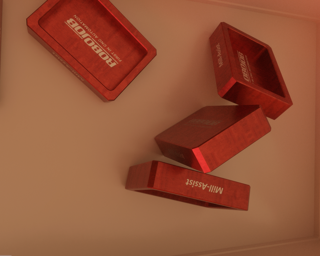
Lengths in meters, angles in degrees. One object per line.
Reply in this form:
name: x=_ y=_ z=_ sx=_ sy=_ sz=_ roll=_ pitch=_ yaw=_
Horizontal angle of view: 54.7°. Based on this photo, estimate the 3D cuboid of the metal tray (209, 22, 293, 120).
metal tray: x=0.116 y=-0.079 z=0.410 sx=0.091 sy=0.030 sz=0.130 roll=20 pitch=45 yaw=-19

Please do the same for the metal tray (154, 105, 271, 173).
metal tray: x=0.056 y=0.007 z=0.373 sx=0.090 sy=0.130 sz=0.030 roll=-31 pitch=102 yaw=-15

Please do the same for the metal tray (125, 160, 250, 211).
metal tray: x=0.033 y=0.074 z=0.385 sx=0.131 sy=0.090 sz=0.030 roll=17 pitch=72 yaw=-19

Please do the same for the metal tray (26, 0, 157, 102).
metal tray: x=-0.080 y=-0.106 z=0.377 sx=0.130 sy=0.030 sz=0.090 roll=44 pitch=76 yaw=-15

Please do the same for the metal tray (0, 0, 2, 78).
metal tray: x=-0.220 y=-0.089 z=0.326 sx=0.091 sy=0.030 sz=0.129 roll=2 pitch=89 yaw=-20
